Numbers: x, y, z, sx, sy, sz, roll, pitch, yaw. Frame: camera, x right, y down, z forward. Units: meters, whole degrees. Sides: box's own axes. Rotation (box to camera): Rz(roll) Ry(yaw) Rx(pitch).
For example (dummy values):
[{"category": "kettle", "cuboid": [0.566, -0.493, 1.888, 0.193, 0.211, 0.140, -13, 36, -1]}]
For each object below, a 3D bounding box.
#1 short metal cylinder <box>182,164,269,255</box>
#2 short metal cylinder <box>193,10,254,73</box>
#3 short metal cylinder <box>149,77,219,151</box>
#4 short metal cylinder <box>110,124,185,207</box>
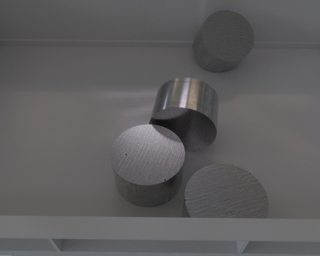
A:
[{"category": "short metal cylinder", "cuboid": [0.064, 0.084, 0.319, 0.080, 0.050, 0.080, 0, 50, 0]}, {"category": "short metal cylinder", "cuboid": [0.096, -0.132, 0.477, 0.081, 0.050, 0.080, 1, 82, -9]}, {"category": "short metal cylinder", "cuboid": [0.031, -0.015, 0.382, 0.080, 0.080, 0.050, 8, 51, 6]}, {"category": "short metal cylinder", "cuboid": [-0.013, 0.042, 0.353, 0.080, 0.050, 0.080, 0, 50, 0]}]
